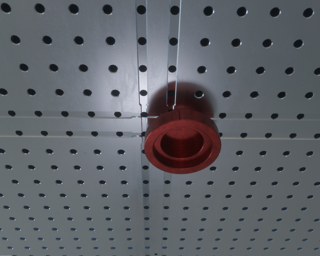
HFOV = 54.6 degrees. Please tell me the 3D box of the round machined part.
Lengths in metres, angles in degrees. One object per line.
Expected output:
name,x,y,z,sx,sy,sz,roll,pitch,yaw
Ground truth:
round machined part,0.029,0.013,0.412,0.099,0.042,0.097,0,130,0
